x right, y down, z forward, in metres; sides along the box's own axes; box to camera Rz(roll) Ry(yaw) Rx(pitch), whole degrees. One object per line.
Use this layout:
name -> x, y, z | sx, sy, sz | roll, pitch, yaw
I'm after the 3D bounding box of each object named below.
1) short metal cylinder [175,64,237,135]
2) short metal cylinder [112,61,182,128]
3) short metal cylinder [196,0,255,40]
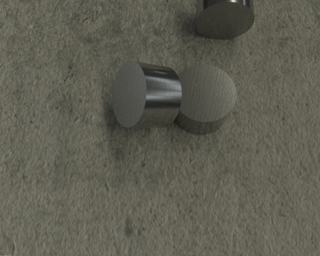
short metal cylinder -> 0.055, -0.036, 0.409 | 0.081, 0.050, 0.080 | 0, 70, 0
short metal cylinder -> -0.018, -0.040, 0.386 | 0.050, 0.080, 0.080 | 1, 66, -36
short metal cylinder -> 0.092, -0.172, 0.443 | 0.081, 0.080, 0.050 | 2, 70, 0
